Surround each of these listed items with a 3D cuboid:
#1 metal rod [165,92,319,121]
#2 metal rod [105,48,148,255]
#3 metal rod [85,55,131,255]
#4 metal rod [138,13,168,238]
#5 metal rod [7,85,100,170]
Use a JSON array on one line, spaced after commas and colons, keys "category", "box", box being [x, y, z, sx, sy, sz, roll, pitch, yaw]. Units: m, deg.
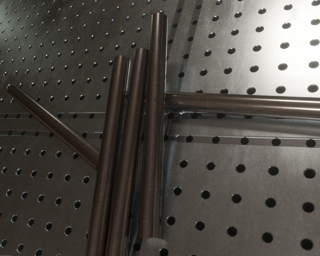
[{"category": "metal rod", "box": [0.069, -0.031, 0.390, 0.300, 0.025, 0.025, 6, 65, 30]}, {"category": "metal rod", "box": [-0.038, 0.031, 0.386, 0.025, 0.025, 0.299, -5, 65, 25]}, {"category": "metal rod", "box": [-0.065, 0.038, 0.398, 0.025, 0.025, 0.299, -7, 64, 24]}, {"category": "metal rod", "box": [-0.006, -0.019, 0.394, 0.025, 0.025, 0.299, -8, 67, 24]}, {"category": "metal rod", "box": [-0.178, -0.011, 0.505, 0.300, 0.025, 0.025, 30, 78, 37]}]
